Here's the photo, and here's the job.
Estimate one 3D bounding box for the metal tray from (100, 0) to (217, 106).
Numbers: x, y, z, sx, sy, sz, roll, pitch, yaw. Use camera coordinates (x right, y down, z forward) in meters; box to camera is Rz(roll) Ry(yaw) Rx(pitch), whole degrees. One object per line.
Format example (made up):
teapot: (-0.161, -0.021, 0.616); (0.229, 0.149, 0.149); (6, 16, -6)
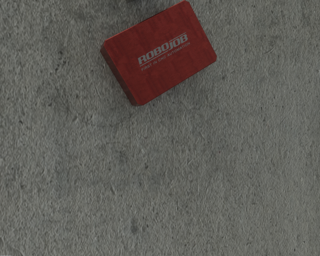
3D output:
metal tray: (0.001, -0.098, 0.407); (0.131, 0.030, 0.090); (-33, 101, -17)

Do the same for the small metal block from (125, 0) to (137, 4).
small metal block: (-0.019, -0.185, 0.389); (0.050, 0.050, 0.025); (-27, 99, -18)
